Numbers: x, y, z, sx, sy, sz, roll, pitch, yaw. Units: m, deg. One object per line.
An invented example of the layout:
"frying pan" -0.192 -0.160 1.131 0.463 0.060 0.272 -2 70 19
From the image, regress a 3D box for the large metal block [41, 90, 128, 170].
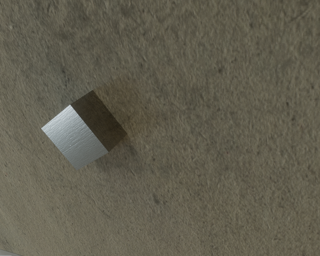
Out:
"large metal block" -0.110 0.005 0.449 0.080 0.050 0.080 -29 103 37
